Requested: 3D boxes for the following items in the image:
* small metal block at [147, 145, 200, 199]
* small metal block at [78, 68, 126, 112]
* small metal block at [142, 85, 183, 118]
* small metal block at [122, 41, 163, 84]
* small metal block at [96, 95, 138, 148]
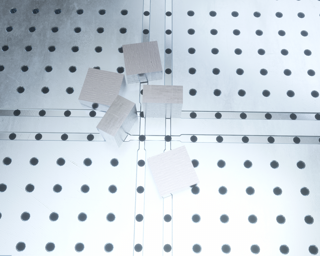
[{"bbox_3d":[0.016,0.056,0.392,0.050,0.025,0.050,-19,71,-7],"label":"small metal block"},{"bbox_3d":[-0.079,-0.052,0.430,0.050,0.025,0.050,11,70,3],"label":"small metal block"},{"bbox_3d":[0.003,-0.034,0.411,0.050,0.050,0.025,1,70,0],"label":"small metal block"},{"bbox_3d":[-0.025,-0.095,0.446,0.050,0.025,0.050,-8,70,-4],"label":"small metal block"},{"bbox_3d":[-0.054,-0.007,0.400,0.025,0.050,0.050,28,72,9],"label":"small metal block"}]
